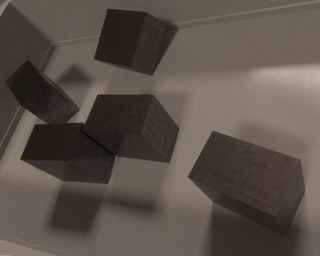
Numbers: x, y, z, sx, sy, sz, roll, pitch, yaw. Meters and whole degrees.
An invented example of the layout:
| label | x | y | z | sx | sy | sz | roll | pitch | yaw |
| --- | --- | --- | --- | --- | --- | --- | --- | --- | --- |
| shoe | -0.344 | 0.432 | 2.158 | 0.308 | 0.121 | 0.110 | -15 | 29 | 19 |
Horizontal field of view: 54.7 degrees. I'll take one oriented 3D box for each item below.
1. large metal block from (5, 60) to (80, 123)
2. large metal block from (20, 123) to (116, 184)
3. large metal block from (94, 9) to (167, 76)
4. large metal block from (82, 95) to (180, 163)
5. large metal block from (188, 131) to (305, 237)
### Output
| label | x | y | z | sx | sy | sz | roll | pitch | yaw |
| --- | --- | --- | --- | --- | --- | --- | --- | --- | --- |
| large metal block | -0.188 | -0.052 | 0.499 | 0.050 | 0.080 | 0.080 | -46 | 51 | -3 |
| large metal block | -0.116 | 0.035 | 0.408 | 0.080 | 0.080 | 0.050 | -2 | 61 | 27 |
| large metal block | -0.046 | -0.131 | 0.475 | 0.080 | 0.050 | 0.080 | 20 | 96 | 35 |
| large metal block | -0.033 | 0.001 | 0.385 | 0.080 | 0.080 | 0.050 | 3 | 64 | 29 |
| large metal block | 0.085 | 0.053 | 0.293 | 0.080 | 0.080 | 0.050 | 20 | 73 | 35 |
